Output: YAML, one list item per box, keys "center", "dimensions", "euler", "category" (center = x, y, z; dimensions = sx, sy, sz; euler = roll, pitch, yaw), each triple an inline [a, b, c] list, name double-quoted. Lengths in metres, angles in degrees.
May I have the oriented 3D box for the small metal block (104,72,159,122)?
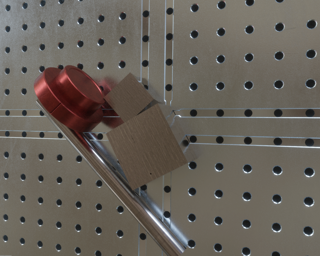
- center: [-0.039, -0.038, 0.422]
  dimensions: [0.050, 0.025, 0.050]
  euler: [-43, 77, 8]
  category: "small metal block"

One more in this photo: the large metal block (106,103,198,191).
- center: [-0.010, 0.024, 0.402]
  dimensions: [0.080, 0.050, 0.080]
  euler: [-29, 81, 17]
  category: "large metal block"

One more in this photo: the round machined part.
- center: [-0.112, -0.045, 0.412]
  dimensions: [0.042, 0.098, 0.098]
  euler: [-41, 78, 16]
  category: "round machined part"

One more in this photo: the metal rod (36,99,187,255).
- center: [-0.077, 0.061, 0.438]
  dimensions: [0.300, 0.025, 0.025]
  euler: [46, 104, 14]
  category: "metal rod"
